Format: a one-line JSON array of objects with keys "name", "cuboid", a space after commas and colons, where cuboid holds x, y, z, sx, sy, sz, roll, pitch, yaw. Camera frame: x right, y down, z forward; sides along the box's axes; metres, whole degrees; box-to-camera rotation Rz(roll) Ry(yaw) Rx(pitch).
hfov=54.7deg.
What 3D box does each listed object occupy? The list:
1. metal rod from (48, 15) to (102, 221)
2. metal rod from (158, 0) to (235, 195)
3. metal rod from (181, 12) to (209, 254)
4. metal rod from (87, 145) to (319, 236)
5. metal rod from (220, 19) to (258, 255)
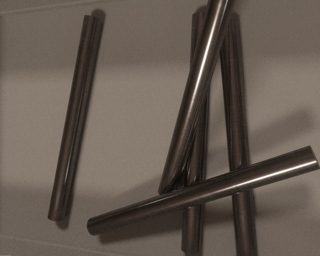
[{"name": "metal rod", "cuboid": [-0.125, -0.011, 0.453, 0.025, 0.025, 0.298, 13, 94, 19]}, {"name": "metal rod", "cuboid": [0.040, -0.043, 0.340, 0.025, 0.025, 0.298, 23, 119, 18]}, {"name": "metal rod", "cuboid": [0.047, 0.007, 0.393, 0.025, 0.025, 0.298, 3, 91, 19]}, {"name": "metal rod", "cuboid": [0.030, 0.084, 0.371, 0.300, 0.025, 0.025, -24, 82, 25]}, {"name": "metal rod", "cuboid": [0.095, 0.020, 0.376, 0.025, 0.025, 0.298, -5, 88, 19]}]
